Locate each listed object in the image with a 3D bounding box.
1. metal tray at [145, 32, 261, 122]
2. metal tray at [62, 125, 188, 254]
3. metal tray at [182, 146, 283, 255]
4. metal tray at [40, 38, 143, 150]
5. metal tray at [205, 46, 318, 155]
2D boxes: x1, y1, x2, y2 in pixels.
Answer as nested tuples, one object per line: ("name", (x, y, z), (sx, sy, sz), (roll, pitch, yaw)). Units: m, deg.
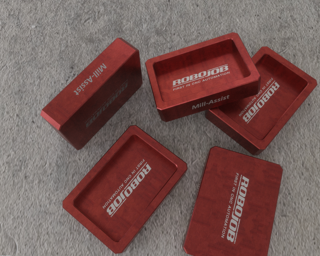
("metal tray", (0.053, -0.068, 0.407), (0.131, 0.030, 0.090), (-17, 56, 4))
("metal tray", (-0.040, 0.072, 0.378), (0.090, 0.030, 0.130), (37, 74, 12))
("metal tray", (0.087, 0.096, 0.371), (0.090, 0.030, 0.130), (17, 71, 6))
("metal tray", (-0.077, -0.039, 0.387), (0.030, 0.090, 0.130), (38, 74, 12))
("metal tray", (0.136, -0.039, 0.420), (0.090, 0.030, 0.130), (40, 75, 13))
